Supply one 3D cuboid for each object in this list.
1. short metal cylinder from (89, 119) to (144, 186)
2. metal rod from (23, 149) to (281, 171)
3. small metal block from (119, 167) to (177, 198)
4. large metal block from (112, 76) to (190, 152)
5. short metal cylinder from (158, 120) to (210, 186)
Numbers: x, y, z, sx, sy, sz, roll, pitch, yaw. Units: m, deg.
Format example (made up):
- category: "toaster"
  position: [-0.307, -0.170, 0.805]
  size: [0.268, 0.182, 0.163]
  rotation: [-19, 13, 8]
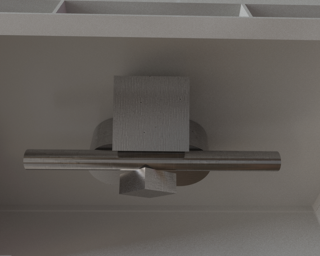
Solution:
- category: "short metal cylinder"
  position: [-0.054, 0.033, 0.418]
  size: [0.081, 0.050, 0.079]
  rotation: [0, 130, 0]
- category: "metal rod"
  position: [-0.008, 0.039, 0.375]
  size: [0.302, 0.025, 0.025]
  rotation: [1, 130, -1]
- category: "small metal block"
  position: [-0.015, 0.070, 0.387]
  size: [0.050, 0.025, 0.050]
  rotation: [18, 152, -39]
- category: "large metal block"
  position: [-0.009, -0.014, 0.352]
  size: [0.081, 0.050, 0.080]
  rotation: [1, 87, -1]
- category: "short metal cylinder"
  position: [0.027, 0.034, 0.421]
  size: [0.081, 0.050, 0.079]
  rotation: [0, 130, 0]
